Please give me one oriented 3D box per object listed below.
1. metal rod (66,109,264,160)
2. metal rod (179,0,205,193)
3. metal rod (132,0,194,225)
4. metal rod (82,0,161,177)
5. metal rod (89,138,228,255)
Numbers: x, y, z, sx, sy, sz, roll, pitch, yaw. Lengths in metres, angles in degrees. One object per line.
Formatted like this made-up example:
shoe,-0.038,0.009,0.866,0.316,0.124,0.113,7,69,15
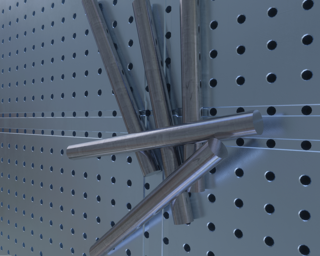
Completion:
metal rod,-0.021,0.016,0.390,0.300,0.025,0.025,-11,83,39
metal rod,0.038,-0.074,0.376,0.025,0.025,0.298,-2,89,39
metal rod,0.002,-0.028,0.405,0.025,0.025,0.298,-18,79,38
metal rod,-0.062,-0.072,0.458,0.025,0.025,0.299,-33,70,35
metal rod,-0.021,0.108,0.399,0.298,0.025,0.025,-48,62,38
